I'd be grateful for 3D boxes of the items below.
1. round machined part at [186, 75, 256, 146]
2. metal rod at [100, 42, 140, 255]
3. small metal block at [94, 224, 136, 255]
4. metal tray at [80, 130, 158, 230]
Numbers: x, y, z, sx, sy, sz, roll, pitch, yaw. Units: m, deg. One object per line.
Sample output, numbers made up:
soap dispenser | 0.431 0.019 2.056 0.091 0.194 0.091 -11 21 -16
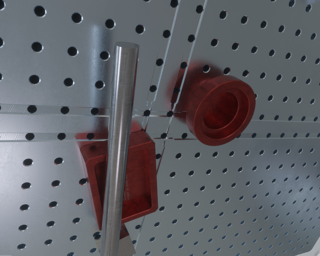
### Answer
round machined part | 0.079 -0.027 0.427 0.099 0.042 0.097 -14 124 -21
metal rod | -0.053 0.049 0.373 0.025 0.025 0.298 -6 121 -26
small metal block | -0.070 0.186 0.488 0.050 0.025 0.050 -22 127 -15
metal tray | -0.051 0.074 0.425 0.091 0.030 0.129 -15 125 -20
